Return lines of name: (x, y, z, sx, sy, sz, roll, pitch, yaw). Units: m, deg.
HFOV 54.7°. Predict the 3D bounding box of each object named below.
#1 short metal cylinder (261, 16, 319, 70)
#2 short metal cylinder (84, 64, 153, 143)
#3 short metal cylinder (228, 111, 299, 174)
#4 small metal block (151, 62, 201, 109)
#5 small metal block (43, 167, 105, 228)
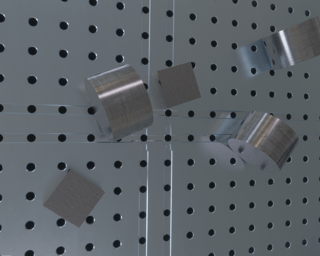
short metal cylinder: (0.198, -0.124, 0.456, 0.081, 0.080, 0.050, -25, 99, -18)
short metal cylinder: (-0.049, -0.029, 0.365, 0.050, 0.080, 0.080, -24, 98, -18)
short metal cylinder: (0.144, 0.020, 0.437, 0.080, 0.080, 0.050, 41, 77, -16)
small metal block: (0.022, -0.057, 0.421, 0.050, 0.025, 0.050, -19, 97, -19)
small metal block: (-0.104, 0.083, 0.374, 0.050, 0.025, 0.050, 39, 78, -16)
